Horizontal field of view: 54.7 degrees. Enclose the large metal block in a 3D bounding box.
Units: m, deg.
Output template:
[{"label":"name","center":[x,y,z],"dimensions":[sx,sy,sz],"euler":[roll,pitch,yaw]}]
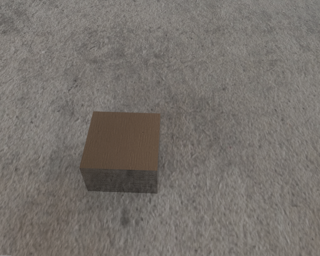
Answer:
[{"label":"large metal block","center":[-0.041,0.028,0.363],"dimensions":[0.081,0.050,0.080],"euler":[2,50,1]}]
